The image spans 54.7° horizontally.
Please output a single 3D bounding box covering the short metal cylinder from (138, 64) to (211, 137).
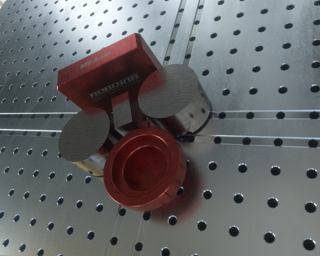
[{"bbox_3d":[0.019,-0.035,0.399,0.080,0.050,0.080,-13,56,21],"label":"short metal cylinder"}]

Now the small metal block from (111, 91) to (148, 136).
[{"bbox_3d":[-0.039,-0.012,0.414,0.025,0.050,0.050,-23,53,15],"label":"small metal block"}]

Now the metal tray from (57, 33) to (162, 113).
[{"bbox_3d":[-0.065,-0.068,0.436,0.130,0.090,0.030,-22,54,16],"label":"metal tray"}]

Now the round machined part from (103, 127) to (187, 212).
[{"bbox_3d":[-0.014,0.051,0.368,0.098,0.042,0.098,-13,56,21],"label":"round machined part"}]

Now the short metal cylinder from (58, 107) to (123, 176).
[{"bbox_3d":[-0.089,0.019,0.422,0.080,0.050,0.080,-13,56,21],"label":"short metal cylinder"}]
